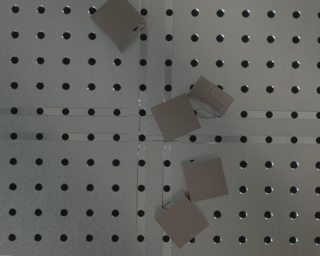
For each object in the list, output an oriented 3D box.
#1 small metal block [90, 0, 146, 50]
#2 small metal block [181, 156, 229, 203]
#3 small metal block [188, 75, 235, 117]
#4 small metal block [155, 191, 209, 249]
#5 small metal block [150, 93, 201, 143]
[{"bbox_3d":[-0.055,-0.142,0.413,0.050,0.025,0.050,-43,91,0],"label":"small metal block"},{"bbox_3d":[0.059,0.067,0.414,0.050,0.025,0.050,-13,90,-1],"label":"small metal block"},{"bbox_3d":[0.064,-0.040,0.402,0.050,0.050,0.025,35,90,-1],"label":"small metal block"},{"bbox_3d":[0.029,0.122,0.414,0.050,0.025,0.050,-39,91,0],"label":"small metal block"},{"bbox_3d":[0.020,-0.013,0.414,0.050,0.025,0.050,-24,90,-1],"label":"small metal block"}]
